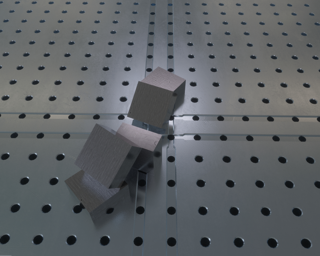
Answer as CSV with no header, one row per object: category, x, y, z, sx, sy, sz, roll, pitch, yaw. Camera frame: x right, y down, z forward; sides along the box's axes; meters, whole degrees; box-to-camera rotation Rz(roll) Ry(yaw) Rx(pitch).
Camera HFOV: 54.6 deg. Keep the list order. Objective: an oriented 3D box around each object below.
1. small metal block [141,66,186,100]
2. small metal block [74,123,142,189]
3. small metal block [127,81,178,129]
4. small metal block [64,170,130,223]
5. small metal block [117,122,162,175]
small metal block,0.003,-0.059,0.457,0.050,0.025,0.050,30,56,23
small metal block,-0.056,0.030,0.334,0.050,0.025,0.050,30,93,22
small metal block,-0.010,-0.030,0.416,0.050,0.025,0.050,19,92,15
small metal block,-0.070,0.068,0.350,0.050,0.025,0.050,-34,58,-25
small metal block,-0.026,0.025,0.370,0.050,0.050,0.025,18,52,14
